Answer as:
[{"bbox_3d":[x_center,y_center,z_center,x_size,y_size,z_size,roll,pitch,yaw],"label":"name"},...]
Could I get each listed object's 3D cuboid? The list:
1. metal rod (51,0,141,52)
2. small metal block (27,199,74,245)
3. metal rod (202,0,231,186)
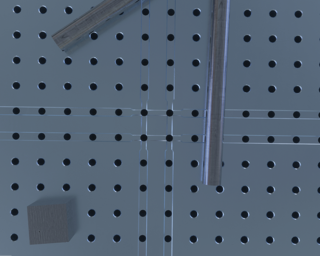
[{"bbox_3d":[-0.011,-0.196,0.412,0.301,0.025,0.025,-34,90,0],"label":"metal rod"},{"bbox_3d":[-0.145,0.124,0.412,0.050,0.025,0.050,-4,90,0],"label":"small metal block"},{"bbox_3d":[0.077,-0.074,0.413,0.025,0.025,0.298,3,90,0],"label":"metal rod"}]
